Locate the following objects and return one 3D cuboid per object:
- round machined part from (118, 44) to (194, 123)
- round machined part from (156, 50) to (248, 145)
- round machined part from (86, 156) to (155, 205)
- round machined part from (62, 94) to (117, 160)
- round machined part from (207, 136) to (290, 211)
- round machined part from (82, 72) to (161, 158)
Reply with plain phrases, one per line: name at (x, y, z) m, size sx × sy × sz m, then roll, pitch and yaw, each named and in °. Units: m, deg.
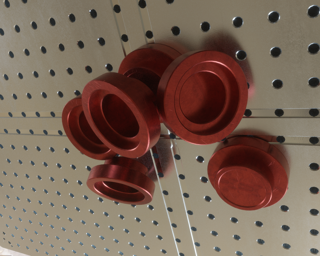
round machined part at (-0.010, -0.048, 0.376) m, size 0.098 × 0.042 × 0.097 m, roll 13°, pitch 124°, yaw 21°
round machined part at (0.042, -0.034, 0.335) m, size 0.042 × 0.099 × 0.098 m, roll 29°, pitch 144°, yaw 65°
round machined part at (-0.055, 0.076, 0.460) m, size 0.098 × 0.042 × 0.098 m, roll 10°, pitch 148°, yaw 6°
round machined part at (-0.087, -0.006, 0.442) m, size 0.098 × 0.042 × 0.097 m, roll 13°, pitch 123°, yaw 21°
round machined part at (0.106, 0.062, 0.383) m, size 0.098 × 0.042 × 0.097 m, roll 13°, pitch 124°, yaw 21°
round machined part at (-0.038, -0.018, 0.349) m, size 0.098 × 0.042 × 0.097 m, roll 24°, pitch 135°, yaw 28°
